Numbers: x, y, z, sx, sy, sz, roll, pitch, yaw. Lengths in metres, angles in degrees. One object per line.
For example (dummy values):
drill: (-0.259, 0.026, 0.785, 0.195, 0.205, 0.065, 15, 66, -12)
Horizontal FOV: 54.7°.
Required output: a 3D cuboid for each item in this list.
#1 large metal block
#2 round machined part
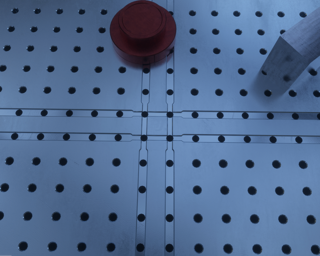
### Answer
large metal block: (0.196, -0.106, 0.422, 0.080, 0.080, 0.050, -37, 74, -12)
round machined part: (-0.025, -0.147, 0.456, 0.099, 0.042, 0.098, 0, 70, 0)
